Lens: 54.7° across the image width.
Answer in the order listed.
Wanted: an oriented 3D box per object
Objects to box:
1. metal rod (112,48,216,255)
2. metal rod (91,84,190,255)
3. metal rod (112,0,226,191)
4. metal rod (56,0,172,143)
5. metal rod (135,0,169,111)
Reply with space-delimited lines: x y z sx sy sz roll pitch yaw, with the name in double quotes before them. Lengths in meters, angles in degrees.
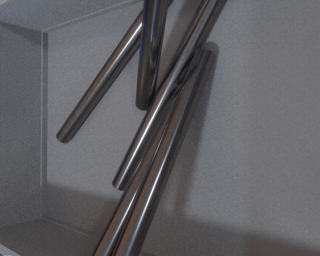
"metal rod" -0.002 0.048 0.331 0.025 0.025 0.299 11 73 39
"metal rod" -0.032 0.082 0.345 0.025 0.025 0.300 15 72 39
"metal rod" 0.006 -0.040 0.402 0.025 0.025 0.298 41 115 32
"metal rod" -0.083 -0.078 0.475 0.299 0.025 0.025 -47 62 29
"metal rod" -0.004 -0.125 0.312 0.025 0.025 0.298 51 151 28
